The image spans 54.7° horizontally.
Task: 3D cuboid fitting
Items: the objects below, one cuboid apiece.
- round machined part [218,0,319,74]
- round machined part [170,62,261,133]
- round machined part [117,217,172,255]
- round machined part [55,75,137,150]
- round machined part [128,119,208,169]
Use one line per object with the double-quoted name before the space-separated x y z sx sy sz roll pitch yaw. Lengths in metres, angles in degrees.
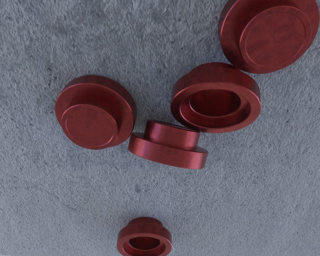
"round machined part" 0.111 -0.097 0.314 0.099 0.042 0.097 0 130 0
"round machined part" 0.063 -0.037 0.353 0.099 0.042 0.098 5 149 3
"round machined part" -0.028 0.199 0.565 0.099 0.042 0.097 0 130 0
"round machined part" -0.080 -0.012 0.378 0.099 0.042 0.097 3 128 5
"round machined part" 0.013 0.017 0.386 0.099 0.098 0.042 13 94 -11
